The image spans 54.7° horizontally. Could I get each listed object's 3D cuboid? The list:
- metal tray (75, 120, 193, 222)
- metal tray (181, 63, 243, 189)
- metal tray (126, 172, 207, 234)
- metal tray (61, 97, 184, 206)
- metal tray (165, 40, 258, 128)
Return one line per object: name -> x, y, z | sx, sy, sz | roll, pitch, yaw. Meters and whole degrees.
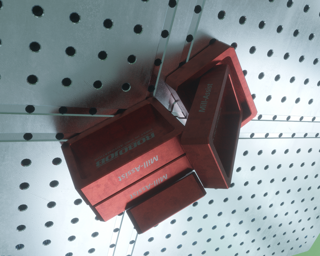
metal tray -> -0.031, 0.044, 0.378 | 0.131, 0.090, 0.030 | -29, 129, -11
metal tray -> 0.069, -0.004, 0.375 | 0.090, 0.030, 0.130 | 61, 37, -39
metal tray -> 0.000, 0.092, 0.410 | 0.090, 0.130, 0.030 | -28, 87, -10
metal tray -> -0.041, 0.021, 0.360 | 0.131, 0.090, 0.030 | -29, 129, -11
metal tray -> 0.075, -0.041, 0.424 | 0.090, 0.030, 0.130 | -38, 130, -3
